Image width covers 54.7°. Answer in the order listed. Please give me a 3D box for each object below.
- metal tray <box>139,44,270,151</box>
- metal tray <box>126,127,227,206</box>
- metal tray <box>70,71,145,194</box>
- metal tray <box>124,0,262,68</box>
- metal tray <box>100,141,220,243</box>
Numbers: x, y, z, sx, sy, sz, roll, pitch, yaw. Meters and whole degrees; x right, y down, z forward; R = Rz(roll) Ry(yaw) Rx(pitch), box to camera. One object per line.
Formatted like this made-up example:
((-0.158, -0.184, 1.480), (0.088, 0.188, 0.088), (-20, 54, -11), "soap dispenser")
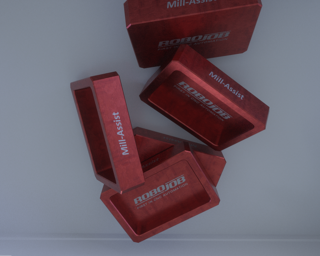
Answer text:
((0.051, -0.030, 0.370), (0.130, 0.030, 0.090), (34, 145, -13), "metal tray")
((0.014, 0.059, 0.431), (0.131, 0.030, 0.089), (15, 109, -6), "metal tray")
((-0.064, 0.004, 0.365), (0.030, 0.090, 0.129), (-18, 102, -28), "metal tray")
((0.034, -0.108, 0.337), (0.131, 0.090, 0.030), (-8, 73, 2), "metal tray")
((0.000, 0.086, 0.407), (0.130, 0.030, 0.090), (-29, 108, 9), "metal tray")
